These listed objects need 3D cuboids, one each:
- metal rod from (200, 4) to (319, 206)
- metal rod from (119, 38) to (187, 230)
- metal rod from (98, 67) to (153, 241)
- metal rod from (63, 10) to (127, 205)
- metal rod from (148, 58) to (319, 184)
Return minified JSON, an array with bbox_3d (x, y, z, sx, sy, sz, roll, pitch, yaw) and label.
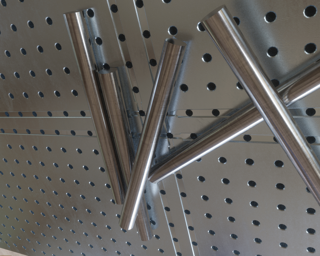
[{"bbox_3d":[0.134,0.010,0.319,0.025,0.025,0.300,-24,114,36],"label":"metal rod"},{"bbox_3d":[-0.018,0.028,0.417,0.025,0.025,0.298,24,121,13],"label":"metal rod"},{"bbox_3d":[-0.046,0.056,0.468,0.025,0.025,0.298,5,121,25],"label":"metal rod"},{"bbox_3d":[-0.084,-0.011,0.446,0.025,0.025,0.298,5,121,25],"label":"metal rod"},{"bbox_3d":[0.084,0.000,0.366,0.025,0.025,0.299,48,128,-6],"label":"metal rod"}]
